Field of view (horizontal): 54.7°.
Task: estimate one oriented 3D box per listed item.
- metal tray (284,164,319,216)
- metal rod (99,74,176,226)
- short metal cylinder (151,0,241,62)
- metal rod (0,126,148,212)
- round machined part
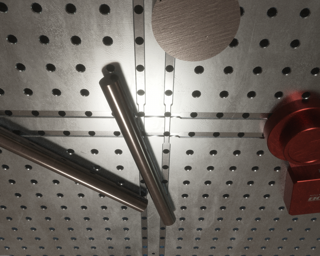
[{"bbox_3d":[0.272,0.096,0.494,0.131,0.030,0.090,-8,130,6],"label":"metal tray"},{"bbox_3d":[-0.022,0.053,0.456,0.025,0.025,0.299,-12,130,9],"label":"metal rod"},{"bbox_3d":[0.032,-0.112,0.300,0.081,0.050,0.079,0,130,0],"label":"short metal cylinder"},{"bbox_3d":[-0.143,0.057,0.458,0.301,0.025,0.025,32,123,-25],"label":"metal rod"},{"bbox_3d":[0.194,0.012,0.414,0.099,0.042,0.097,-1,130,0],"label":"round machined part"}]
